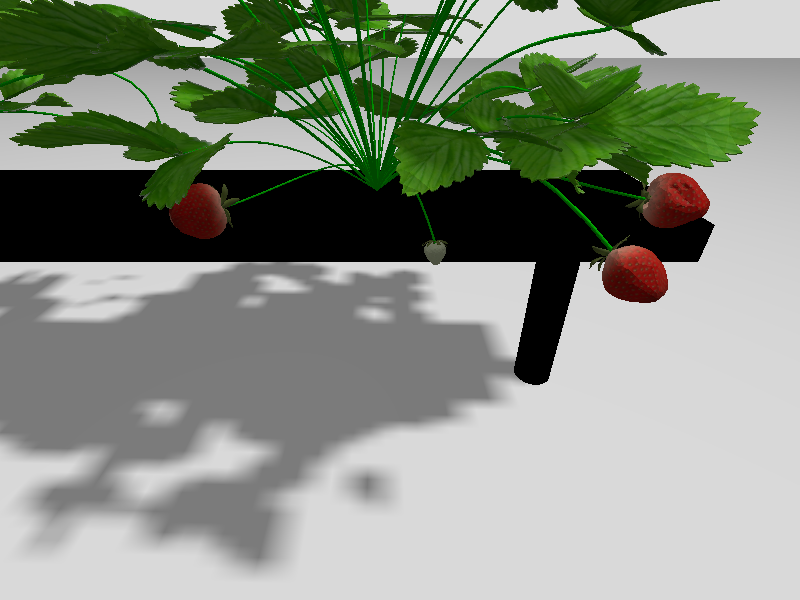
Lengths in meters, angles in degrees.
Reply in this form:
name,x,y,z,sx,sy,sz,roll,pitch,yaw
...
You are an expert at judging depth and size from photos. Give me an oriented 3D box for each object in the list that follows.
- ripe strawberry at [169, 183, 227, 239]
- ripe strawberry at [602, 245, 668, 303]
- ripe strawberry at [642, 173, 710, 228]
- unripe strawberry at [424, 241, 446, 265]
name,x,y,z,sx,sy,sz,roll,pitch,yaw
ripe strawberry,-0.131,-0.056,0.258,0.033,0.035,0.031,-27,42,-35
ripe strawberry,0.116,-0.012,0.197,0.031,0.031,0.026,-22,-27,-31
ripe strawberry,0.187,-0.066,0.271,0.037,0.037,0.041,13,35,18
unripe strawberry,0.021,-0.027,0.236,0.013,0.014,0.013,-9,16,-14
